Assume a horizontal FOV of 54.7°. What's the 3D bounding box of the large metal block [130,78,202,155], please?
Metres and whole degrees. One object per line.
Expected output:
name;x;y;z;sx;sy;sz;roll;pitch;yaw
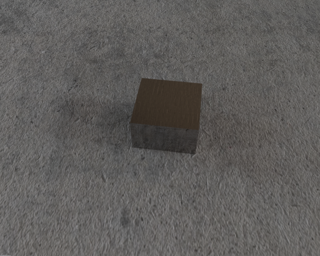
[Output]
large metal block;0.010;-0.016;0.402;0.080;0.050;0.080;6;50;4
